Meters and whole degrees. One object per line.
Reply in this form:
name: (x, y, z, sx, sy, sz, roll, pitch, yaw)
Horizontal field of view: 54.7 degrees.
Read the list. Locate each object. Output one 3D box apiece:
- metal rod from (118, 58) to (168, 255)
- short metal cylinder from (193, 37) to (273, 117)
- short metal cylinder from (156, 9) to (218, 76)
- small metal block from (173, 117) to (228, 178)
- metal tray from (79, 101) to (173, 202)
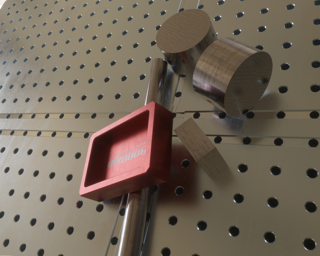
metal rod: (-0.019, 0.034, 0.397, 0.025, 0.025, 0.299, -6, 59, 25)
short metal cylinder: (0.085, -0.060, 0.365, 0.080, 0.080, 0.050, -47, 51, -5)
short metal cylinder: (0.041, -0.123, 0.446, 0.080, 0.050, 0.080, -13, 56, 21)
small metal block: (0.047, 0.023, 0.354, 0.025, 0.050, 0.050, -37, 51, 3)
metal tray: (-0.043, 0.032, 0.377, 0.130, 0.030, 0.090, -25, 48, 39)
